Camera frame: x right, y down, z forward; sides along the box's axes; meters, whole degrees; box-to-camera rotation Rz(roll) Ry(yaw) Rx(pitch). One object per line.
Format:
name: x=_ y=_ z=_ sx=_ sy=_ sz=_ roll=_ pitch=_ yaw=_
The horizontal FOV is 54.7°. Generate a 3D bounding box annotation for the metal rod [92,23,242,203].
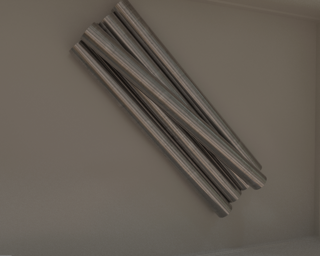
metal rod: x=0.011 y=-0.011 z=0.413 sx=0.025 sy=0.025 sz=0.300 roll=-45 pitch=104 yaw=-14

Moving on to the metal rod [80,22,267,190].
metal rod: x=0.028 y=-0.017 z=0.392 sx=0.300 sy=0.025 sz=0.025 roll=40 pitch=77 yaw=-16

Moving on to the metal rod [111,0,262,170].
metal rod: x=0.044 y=-0.046 z=0.425 sx=0.025 sy=0.025 sz=0.300 roll=-45 pitch=104 yaw=-14

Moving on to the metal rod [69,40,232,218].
metal rod: x=-0.003 y=0.009 z=0.408 sx=0.025 sy=0.025 sz=0.300 roll=-45 pitch=104 yaw=-14

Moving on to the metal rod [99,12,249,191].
metal rod: x=0.029 y=-0.026 z=0.420 sx=0.025 sy=0.025 sz=0.300 roll=-45 pitch=104 yaw=-14
